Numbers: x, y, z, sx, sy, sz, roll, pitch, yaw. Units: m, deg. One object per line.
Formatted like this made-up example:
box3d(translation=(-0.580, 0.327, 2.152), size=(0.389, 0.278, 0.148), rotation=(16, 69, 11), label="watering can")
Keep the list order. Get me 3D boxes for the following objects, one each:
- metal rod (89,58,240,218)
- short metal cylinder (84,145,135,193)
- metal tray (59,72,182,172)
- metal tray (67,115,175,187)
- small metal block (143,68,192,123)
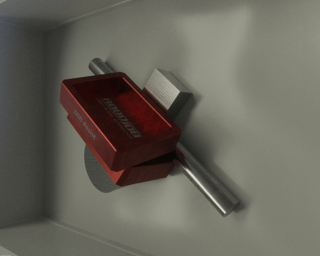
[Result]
box3d(translation=(-0.011, -0.005, 0.414), size=(0.300, 0.025, 0.025), rotation=(46, 118, 29), label="metal rod")
box3d(translation=(-0.061, 0.044, 0.430), size=(0.080, 0.050, 0.079), rotation=(10, 104, 44), label="short metal cylinder")
box3d(translation=(-0.049, -0.015, 0.368), size=(0.130, 0.091, 0.030), rotation=(47, 135, 29), label="metal tray")
box3d(translation=(-0.050, 0.013, 0.401), size=(0.130, 0.091, 0.030), rotation=(47, 118, 29), label="metal tray")
box3d(translation=(0.005, -0.041, 0.399), size=(0.050, 0.025, 0.050), rotation=(48, 118, 29), label="small metal block")
